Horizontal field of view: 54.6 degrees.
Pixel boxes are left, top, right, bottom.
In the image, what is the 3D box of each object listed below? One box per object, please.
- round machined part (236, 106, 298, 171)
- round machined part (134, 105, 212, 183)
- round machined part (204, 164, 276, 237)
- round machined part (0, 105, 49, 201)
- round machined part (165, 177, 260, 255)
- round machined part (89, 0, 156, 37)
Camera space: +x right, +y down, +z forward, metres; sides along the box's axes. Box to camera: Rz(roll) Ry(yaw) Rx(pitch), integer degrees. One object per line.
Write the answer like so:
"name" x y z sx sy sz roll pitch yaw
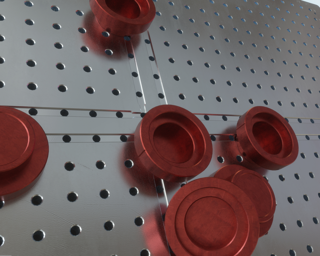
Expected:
"round machined part" 0.156 0.019 0.469 0.099 0.042 0.098 13 56 -21
"round machined part" 0.013 0.023 0.390 0.099 0.042 0.098 13 56 -21
"round machined part" 0.108 0.092 0.399 0.099 0.042 0.098 14 56 -21
"round machined part" -0.159 0.018 0.300 0.099 0.042 0.098 14 56 -21
"round machined part" 0.056 0.104 0.344 0.098 0.042 0.098 -1 79 5
"round machined part" -0.059 -0.180 0.474 0.099 0.042 0.098 13 56 -21
